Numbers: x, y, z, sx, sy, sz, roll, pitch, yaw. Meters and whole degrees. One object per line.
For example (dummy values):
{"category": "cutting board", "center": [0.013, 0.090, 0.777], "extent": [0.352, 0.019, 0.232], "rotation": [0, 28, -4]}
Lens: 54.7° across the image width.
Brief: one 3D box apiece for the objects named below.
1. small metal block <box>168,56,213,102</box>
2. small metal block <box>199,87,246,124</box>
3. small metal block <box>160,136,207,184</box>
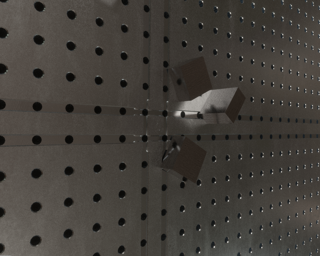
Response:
{"category": "small metal block", "center": [0.045, -0.071, 0.449], "extent": [0.050, 0.025, 0.050], "rotation": [-31, 110, -36]}
{"category": "small metal block", "center": [0.096, -0.034, 0.476], "extent": [0.025, 0.050, 0.050], "rotation": [46, 62, -31]}
{"category": "small metal block", "center": [0.035, 0.045, 0.441], "extent": [0.050, 0.025, 0.050], "rotation": [36, 68, -35]}
